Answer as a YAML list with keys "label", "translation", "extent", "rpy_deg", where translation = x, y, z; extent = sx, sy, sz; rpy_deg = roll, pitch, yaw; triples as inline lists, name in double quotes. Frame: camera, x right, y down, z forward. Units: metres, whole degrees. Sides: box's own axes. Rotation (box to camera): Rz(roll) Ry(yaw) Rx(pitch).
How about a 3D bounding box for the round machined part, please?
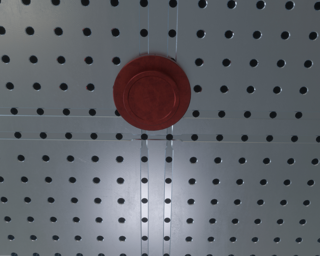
- label: "round machined part"
  translation: [-0.010, -0.042, 0.389]
  extent: [0.099, 0.042, 0.097]
  rpy_deg: [0, 110, 0]
